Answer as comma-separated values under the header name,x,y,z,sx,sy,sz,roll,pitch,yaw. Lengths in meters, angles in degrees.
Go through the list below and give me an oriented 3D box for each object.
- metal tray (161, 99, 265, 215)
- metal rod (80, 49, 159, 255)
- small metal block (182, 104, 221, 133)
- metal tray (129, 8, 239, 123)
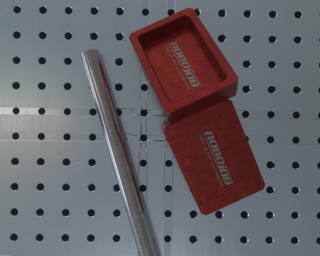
name,x,y,z,sx,sy,sz,roll,pitch,yaw
metal tray,0.068,0.036,0.398,0.090,0.030,0.129,-25,102,0
metal rod,-0.052,0.043,0.412,0.025,0.025,0.298,-16,90,0
small metal block,0.060,0.000,0.414,0.050,0.025,0.050,-23,90,0
metal tray,0.026,-0.080,0.383,0.090,0.030,0.130,-25,64,0
